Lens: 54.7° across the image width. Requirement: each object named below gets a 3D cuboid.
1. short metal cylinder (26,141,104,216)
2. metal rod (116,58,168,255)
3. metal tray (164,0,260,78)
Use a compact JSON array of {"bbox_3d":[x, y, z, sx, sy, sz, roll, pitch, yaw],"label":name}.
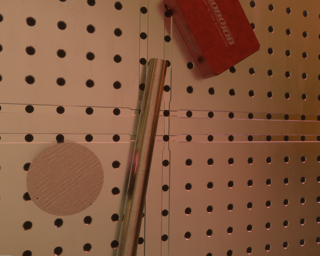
[{"bbox_3d":[-0.110,0.055,0.359,0.081,0.050,0.079,0,90,-21],"label":"short metal cylinder"},{"bbox_3d":[-0.026,0.058,0.404,0.025,0.025,0.298,11,86,-20],"label":"metal rod"},{"bbox_3d":[0.076,-0.148,0.439,0.090,0.030,0.130,-33,101,-17],"label":"metal tray"}]
